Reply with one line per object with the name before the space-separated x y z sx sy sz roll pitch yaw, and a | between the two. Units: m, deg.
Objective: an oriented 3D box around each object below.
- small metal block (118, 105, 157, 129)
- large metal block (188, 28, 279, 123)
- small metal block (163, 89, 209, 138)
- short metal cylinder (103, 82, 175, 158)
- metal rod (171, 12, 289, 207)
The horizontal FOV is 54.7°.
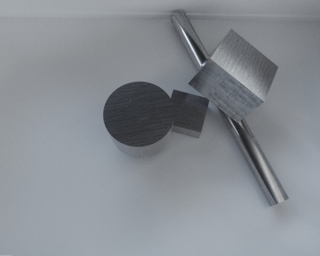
small metal block | -0.027 -0.016 0.415 0.050 0.025 0.050 9 70 3
large metal block | 0.096 -0.068 0.398 0.080 0.050 0.080 38 50 -4
small metal block | 0.035 -0.019 0.417 0.050 0.025 0.050 15 71 5
short metal cylinder | -0.024 -0.009 0.373 0.081 0.050 0.080 0 70 0
metal rod | 0.087 -0.039 0.424 0.025 0.025 0.299 -22 72 -8
